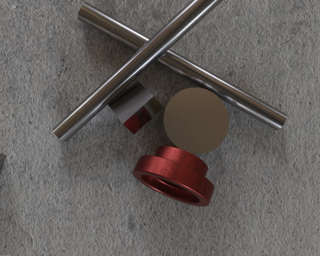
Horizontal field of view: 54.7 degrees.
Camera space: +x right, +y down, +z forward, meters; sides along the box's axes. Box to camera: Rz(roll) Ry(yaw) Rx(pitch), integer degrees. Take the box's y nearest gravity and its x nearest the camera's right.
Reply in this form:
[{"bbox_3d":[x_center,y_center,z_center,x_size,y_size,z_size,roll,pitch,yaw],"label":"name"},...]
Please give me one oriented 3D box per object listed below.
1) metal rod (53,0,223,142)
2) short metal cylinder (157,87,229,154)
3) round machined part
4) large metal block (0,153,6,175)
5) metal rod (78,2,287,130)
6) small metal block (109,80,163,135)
[{"bbox_3d":[-0.019,-0.088,0.386,0.300,0.025,0.025,-41,91,9],"label":"metal rod"},{"bbox_3d":[0.040,-0.006,0.390,0.081,0.050,0.080,1,83,-10],"label":"short metal cylinder"},{"bbox_3d":[0.020,0.056,0.378,0.098,0.098,0.042,25,69,-1],"label":"round machined part"},{"bbox_3d":[-0.259,0.063,0.394,0.080,0.050,0.080,18,90,-1],"label":"large metal block"},{"bbox_3d":[0.030,-0.081,0.410,0.301,0.025,0.025,29,90,-1],"label":"metal rod"},{"bbox_3d":[-0.032,-0.028,0.396,0.050,0.050,0.025,-42,135,0],"label":"small metal block"}]
